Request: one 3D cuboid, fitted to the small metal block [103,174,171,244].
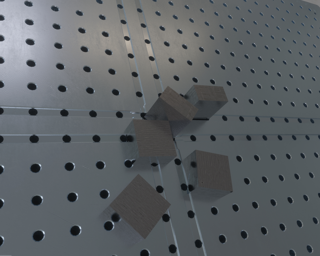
[{"bbox_3d":[-0.025,0.088,0.341,0.050,0.025,0.050,43,51,2],"label":"small metal block"}]

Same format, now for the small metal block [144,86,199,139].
[{"bbox_3d":[0.014,-0.020,0.411,0.050,0.050,0.025,37,51,-4],"label":"small metal block"}]

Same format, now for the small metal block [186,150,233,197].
[{"bbox_3d":[0.064,0.060,0.405,0.050,0.025,0.050,12,57,-22],"label":"small metal block"}]

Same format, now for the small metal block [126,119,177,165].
[{"bbox_3d":[-0.011,0.018,0.391,0.050,0.025,0.050,2,61,-27],"label":"small metal block"}]

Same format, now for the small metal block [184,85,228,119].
[{"bbox_3d":[0.060,-0.036,0.446,0.050,0.050,0.025,-1,62,-28],"label":"small metal block"}]
